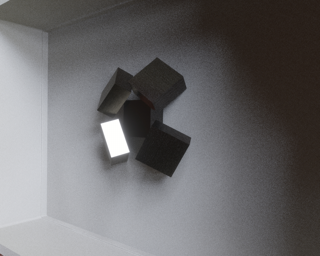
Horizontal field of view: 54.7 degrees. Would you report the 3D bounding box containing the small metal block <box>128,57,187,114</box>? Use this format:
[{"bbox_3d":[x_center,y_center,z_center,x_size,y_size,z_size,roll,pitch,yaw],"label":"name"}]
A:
[{"bbox_3d":[-0.003,-0.054,0.391,0.050,0.025,0.050,-41,58,-10],"label":"small metal block"}]

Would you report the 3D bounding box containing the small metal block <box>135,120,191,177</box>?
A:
[{"bbox_3d":[0.004,0.025,0.386,0.050,0.025,0.050,27,110,0],"label":"small metal block"}]

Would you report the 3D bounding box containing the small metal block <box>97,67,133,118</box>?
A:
[{"bbox_3d":[-0.063,-0.050,0.440,0.050,0.025,0.050,-50,23,29],"label":"small metal block"}]

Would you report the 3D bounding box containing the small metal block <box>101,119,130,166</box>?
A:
[{"bbox_3d":[-0.065,0.022,0.443,0.050,0.025,0.050,114,137,-68],"label":"small metal block"}]

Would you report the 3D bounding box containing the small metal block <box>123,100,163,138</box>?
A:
[{"bbox_3d":[-0.023,-0.013,0.423,0.050,0.025,0.050,2,92,40],"label":"small metal block"}]
